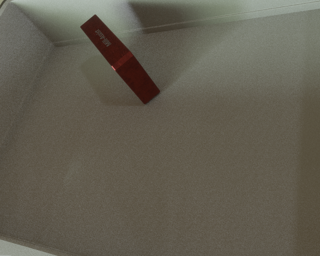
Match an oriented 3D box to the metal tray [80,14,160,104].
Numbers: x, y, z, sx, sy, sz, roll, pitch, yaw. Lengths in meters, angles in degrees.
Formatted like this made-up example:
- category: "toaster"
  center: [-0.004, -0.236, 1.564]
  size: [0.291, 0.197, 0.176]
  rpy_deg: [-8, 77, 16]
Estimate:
- category: "metal tray"
  center: [-0.059, -0.101, 0.455]
  size: [0.030, 0.090, 0.130]
  rpy_deg: [-40, 51, 1]
